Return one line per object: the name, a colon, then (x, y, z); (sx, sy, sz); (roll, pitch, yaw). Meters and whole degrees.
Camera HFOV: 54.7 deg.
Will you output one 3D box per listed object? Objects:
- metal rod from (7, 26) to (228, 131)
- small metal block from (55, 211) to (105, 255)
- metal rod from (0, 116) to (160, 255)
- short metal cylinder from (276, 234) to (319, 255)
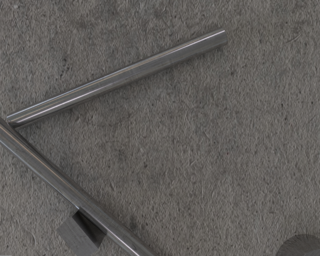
metal rod: (-0.055, -0.065, 0.409); (0.301, 0.025, 0.025); (-22, 90, 0)
small metal block: (-0.100, 0.134, 0.397); (0.025, 0.050, 0.050); (-40, 90, 0)
metal rod: (-0.102, 0.093, 0.398); (0.300, 0.025, 0.025); (42, 90, -4)
short metal cylinder: (0.198, 0.185, 0.399); (0.081, 0.050, 0.079); (0, 90, 0)
